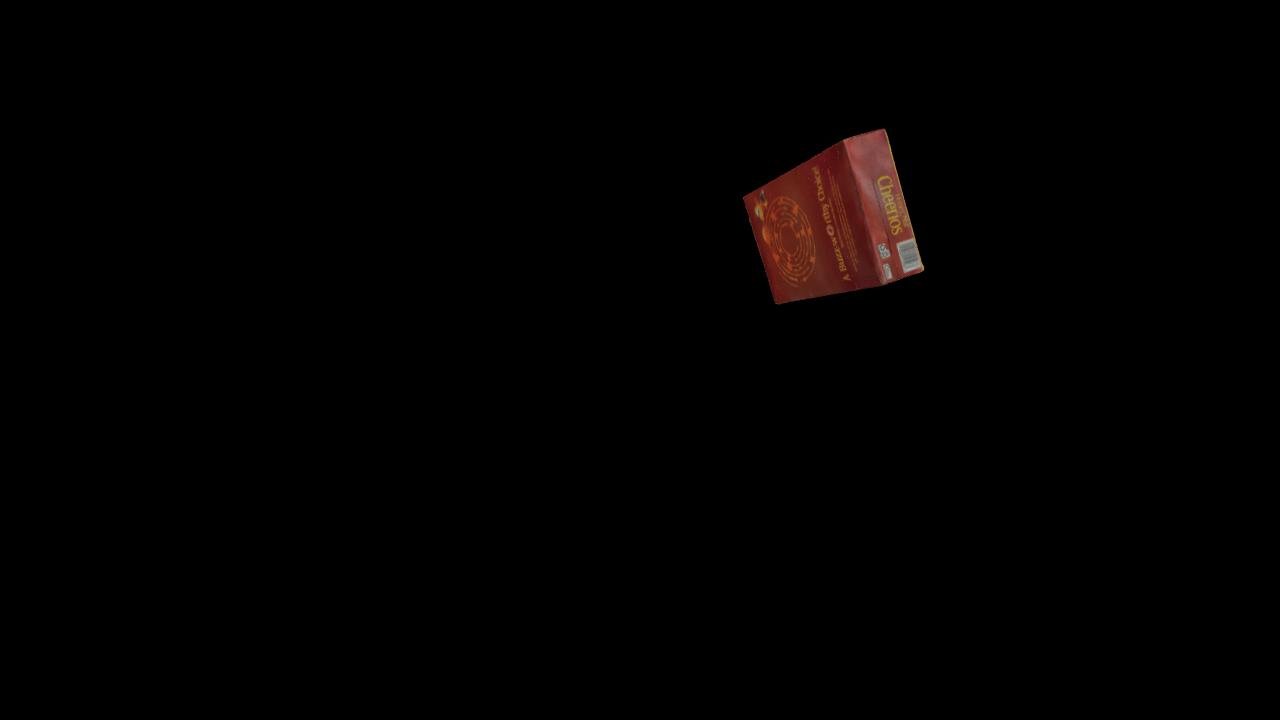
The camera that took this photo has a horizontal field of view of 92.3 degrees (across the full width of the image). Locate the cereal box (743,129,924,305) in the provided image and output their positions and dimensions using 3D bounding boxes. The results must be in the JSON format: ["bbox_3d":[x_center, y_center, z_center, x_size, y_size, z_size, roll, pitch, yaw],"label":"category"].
[{"bbox_3d":[0.283,-0.204,0.957,0.081,0.203,0.306,-19,5,-15],"label":"cereal box"}]
